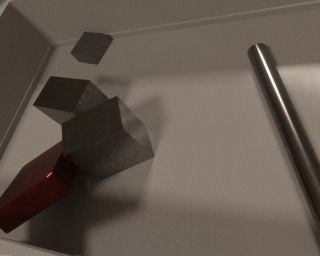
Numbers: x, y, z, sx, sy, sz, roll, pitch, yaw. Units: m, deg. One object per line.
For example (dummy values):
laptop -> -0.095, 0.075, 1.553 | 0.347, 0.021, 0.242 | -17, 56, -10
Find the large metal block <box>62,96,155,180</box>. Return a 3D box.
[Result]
large metal block -> -0.065, 0.016, 0.393 | 0.080, 0.080, 0.050 | -25, 53, 12

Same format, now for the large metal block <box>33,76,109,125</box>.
large metal block -> -0.117, -0.028, 0.447 | 0.080, 0.080, 0.050 | 10, 67, 32

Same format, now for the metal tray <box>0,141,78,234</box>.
metal tray -> -0.151, 0.064, 0.398 | 0.090, 0.030, 0.130 | -33, 18, 6

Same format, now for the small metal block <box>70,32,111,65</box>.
small metal block -> -0.124, -0.144, 0.556 | 0.050, 0.025, 0.050 | 16, 70, 33

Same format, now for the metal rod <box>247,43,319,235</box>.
metal rod -> 0.143, 0.023, 0.316 | 0.025, 0.025, 0.299 | -20, 54, 16
